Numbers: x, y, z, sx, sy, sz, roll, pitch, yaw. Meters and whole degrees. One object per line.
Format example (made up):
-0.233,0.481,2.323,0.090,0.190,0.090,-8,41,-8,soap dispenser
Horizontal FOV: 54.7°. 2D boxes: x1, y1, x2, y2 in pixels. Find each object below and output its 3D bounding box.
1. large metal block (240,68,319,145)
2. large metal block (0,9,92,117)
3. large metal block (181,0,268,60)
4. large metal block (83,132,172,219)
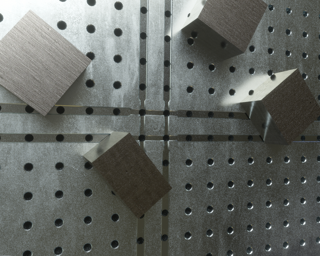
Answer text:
0.183,-0.031,0.469,0.080,0.050,0.080,-39,103,-16,large metal block
-0.138,-0.068,0.349,0.080,0.050,0.080,40,77,-16,large metal block
0.090,-0.155,0.434,0.080,0.050,0.080,31,80,-18,large metal block
-0.042,0.051,0.369,0.050,0.080,0.080,-40,103,-16,large metal block
